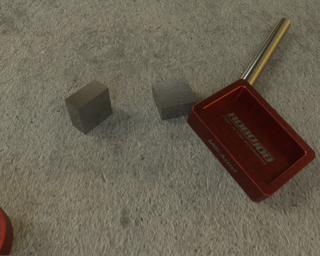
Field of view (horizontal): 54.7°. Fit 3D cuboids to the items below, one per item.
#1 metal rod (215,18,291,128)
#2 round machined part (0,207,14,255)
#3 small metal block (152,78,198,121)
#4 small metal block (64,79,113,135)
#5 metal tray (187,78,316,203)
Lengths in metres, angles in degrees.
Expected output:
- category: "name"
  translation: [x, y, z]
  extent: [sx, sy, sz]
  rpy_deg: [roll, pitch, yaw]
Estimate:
- category: "metal rod"
  translation: [0.147, -0.091, 0.481]
  extent: [0.025, 0.025, 0.301]
  rpy_deg: [25, 54, 19]
- category: "round machined part"
  translation: [-0.190, 0.115, 0.293]
  extent: [0.099, 0.042, 0.098]
  rpy_deg: [0, 50, 0]
- category: "small metal block"
  translation: [0.020, -0.042, 0.439]
  extent: [0.050, 0.025, 0.050]
  rpy_deg: [-12, 51, -10]
- category: "small metal block"
  translation: [-0.092, -0.027, 0.409]
  extent: [0.025, 0.050, 0.050]
  rpy_deg: [33, 57, 24]
- category: "metal tray"
  translation: [0.107, 0.010, 0.371]
  extent: [0.091, 0.030, 0.130]
  rpy_deg: [-31, 71, -24]
